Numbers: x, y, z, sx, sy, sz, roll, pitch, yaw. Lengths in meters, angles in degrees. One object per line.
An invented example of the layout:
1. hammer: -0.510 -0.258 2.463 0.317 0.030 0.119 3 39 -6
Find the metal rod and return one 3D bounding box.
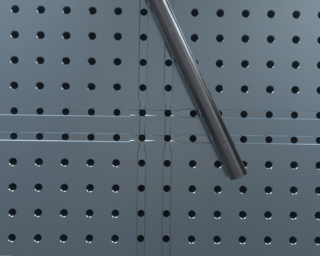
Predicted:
1. metal rod: 0.042 -0.072 0.413 0.025 0.025 0.299 -25 90 0
